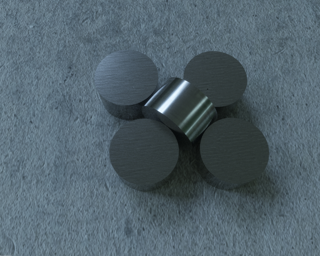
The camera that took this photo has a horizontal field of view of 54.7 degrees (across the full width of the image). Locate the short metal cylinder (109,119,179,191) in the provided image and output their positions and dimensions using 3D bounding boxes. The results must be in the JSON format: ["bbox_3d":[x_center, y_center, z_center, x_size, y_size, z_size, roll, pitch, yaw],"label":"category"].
[{"bbox_3d":[-0.018,0.035,0.382,0.081,0.050,0.080,0,70,0],"label":"short metal cylinder"}]

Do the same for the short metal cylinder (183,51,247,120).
[{"bbox_3d":[0.070,-0.055,0.415,0.081,0.050,0.080,0,70,0],"label":"short metal cylinder"}]

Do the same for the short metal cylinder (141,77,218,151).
[{"bbox_3d":[0.024,-0.017,0.387,0.080,0.080,0.050,38,74,12],"label":"short metal cylinder"}]

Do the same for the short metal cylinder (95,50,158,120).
[{"bbox_3d":[-0.043,-0.057,0.415,0.081,0.050,0.080,0,70,0],"label":"short metal cylinder"}]

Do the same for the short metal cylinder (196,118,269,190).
[{"bbox_3d":[0.087,0.033,0.384,0.081,0.050,0.080,0,70,0],"label":"short metal cylinder"}]
